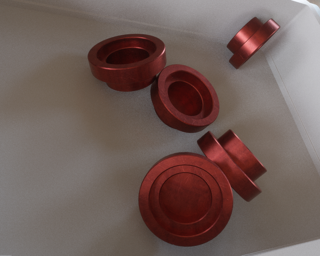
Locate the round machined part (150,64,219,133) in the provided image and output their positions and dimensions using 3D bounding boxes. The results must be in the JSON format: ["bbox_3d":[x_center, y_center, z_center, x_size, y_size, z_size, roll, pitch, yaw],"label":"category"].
[{"bbox_3d":[0.030,-0.036,0.431,0.099,0.042,0.098,15,57,-24],"label":"round machined part"}]

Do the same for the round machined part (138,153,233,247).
[{"bbox_3d":[0.028,0.075,0.342,0.099,0.042,0.097,0,93,4],"label":"round machined part"}]

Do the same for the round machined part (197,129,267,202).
[{"bbox_3d":[0.094,0.040,0.386,0.098,0.042,0.098,47,9,-9],"label":"round machined part"}]

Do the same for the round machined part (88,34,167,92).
[{"bbox_3d":[-0.040,-0.083,0.404,0.099,0.042,0.098,-4,40,3],"label":"round machined part"}]

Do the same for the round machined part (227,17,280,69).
[{"bbox_3d":[0.154,-0.151,0.534,0.042,0.097,0.099,46,51,4],"label":"round machined part"}]
